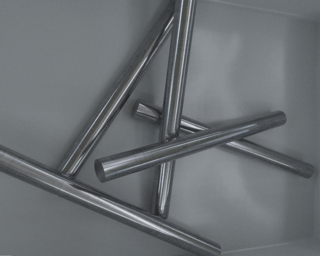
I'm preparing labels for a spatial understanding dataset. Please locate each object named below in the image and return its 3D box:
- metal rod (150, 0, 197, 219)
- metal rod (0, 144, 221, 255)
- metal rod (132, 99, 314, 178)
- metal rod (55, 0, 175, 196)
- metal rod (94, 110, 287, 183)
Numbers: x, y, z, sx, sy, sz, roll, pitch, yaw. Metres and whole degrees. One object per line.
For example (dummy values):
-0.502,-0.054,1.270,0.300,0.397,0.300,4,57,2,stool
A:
0.016,-0.029,0.384,0.025,0.025,0.298,3,101,-20,metal rod
-0.048,0.098,0.368,0.301,0.025,0.025,30,80,-20,metal rod
0.103,0.021,0.448,0.302,0.025,0.025,20,84,-19,metal rod
-0.047,-0.049,0.392,0.025,0.025,0.300,35,79,-17,metal rod
0.062,0.014,0.396,0.303,0.025,0.025,-13,95,-33,metal rod
